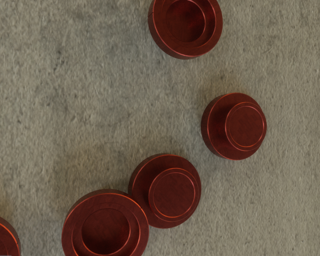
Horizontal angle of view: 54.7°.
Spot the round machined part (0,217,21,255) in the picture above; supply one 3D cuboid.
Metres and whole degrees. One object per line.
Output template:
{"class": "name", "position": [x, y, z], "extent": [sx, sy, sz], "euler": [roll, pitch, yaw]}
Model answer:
{"class": "round machined part", "position": [-0.200, 0.136, 0.326], "extent": [0.099, 0.042, 0.097], "euler": [0, 90, -21]}

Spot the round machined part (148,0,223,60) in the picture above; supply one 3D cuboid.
{"class": "round machined part", "position": [0.030, -0.140, 0.412], "extent": [0.099, 0.042, 0.097], "euler": [0, 90, -21]}

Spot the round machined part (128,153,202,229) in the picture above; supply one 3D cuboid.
{"class": "round machined part", "position": [0.011, 0.083, 0.405], "extent": [0.099, 0.042, 0.097], "euler": [0, 90, -21]}

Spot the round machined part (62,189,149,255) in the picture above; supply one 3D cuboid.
{"class": "round machined part", "position": [-0.065, 0.121, 0.372], "extent": [0.099, 0.042, 0.097], "euler": [-1, 93, -14]}

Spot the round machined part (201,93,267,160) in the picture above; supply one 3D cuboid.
{"class": "round machined part", "position": [0.112, -0.002, 0.443], "extent": [0.099, 0.042, 0.097], "euler": [0, 90, -21]}
